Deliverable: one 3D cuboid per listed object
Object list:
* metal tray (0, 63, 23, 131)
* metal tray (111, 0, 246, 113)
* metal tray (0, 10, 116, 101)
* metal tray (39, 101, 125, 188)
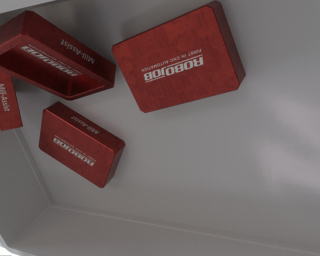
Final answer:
[{"bbox_3d":[-0.228,-0.071,0.440,0.090,0.030,0.129,56,149,36],"label":"metal tray"},{"bbox_3d":[0.019,-0.074,0.350,0.130,0.030,0.090,-12,112,33],"label":"metal tray"},{"bbox_3d":[-0.129,-0.078,0.372,0.090,0.030,0.131,-12,157,33],"label":"metal tray"},{"bbox_3d":[-0.127,0.028,0.490,0.130,0.030,0.089,31,128,8],"label":"metal tray"}]
